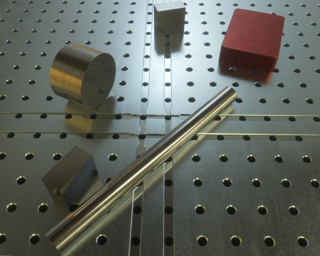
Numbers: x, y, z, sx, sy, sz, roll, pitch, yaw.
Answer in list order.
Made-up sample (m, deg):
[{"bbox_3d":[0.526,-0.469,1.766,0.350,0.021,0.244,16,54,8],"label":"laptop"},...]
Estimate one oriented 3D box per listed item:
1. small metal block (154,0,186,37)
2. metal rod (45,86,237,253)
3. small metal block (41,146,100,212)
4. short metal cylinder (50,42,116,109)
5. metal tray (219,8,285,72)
[{"bbox_3d":[0.017,-0.197,0.557,0.050,0.050,0.025,-13,52,-11],"label":"small metal block"},{"bbox_3d":[-0.003,0.033,0.379,0.025,0.025,0.302,37,59,26],"label":"metal rod"},{"bbox_3d":[-0.097,0.056,0.343,0.025,0.050,0.050,26,55,20],"label":"small metal block"},{"bbox_3d":[-0.105,-0.073,0.432,0.050,0.080,0.080,22,53,17],"label":"short metal cylinder"},{"bbox_3d":[0.162,-0.156,0.538,0.090,0.030,0.130,15,51,12],"label":"metal tray"}]
